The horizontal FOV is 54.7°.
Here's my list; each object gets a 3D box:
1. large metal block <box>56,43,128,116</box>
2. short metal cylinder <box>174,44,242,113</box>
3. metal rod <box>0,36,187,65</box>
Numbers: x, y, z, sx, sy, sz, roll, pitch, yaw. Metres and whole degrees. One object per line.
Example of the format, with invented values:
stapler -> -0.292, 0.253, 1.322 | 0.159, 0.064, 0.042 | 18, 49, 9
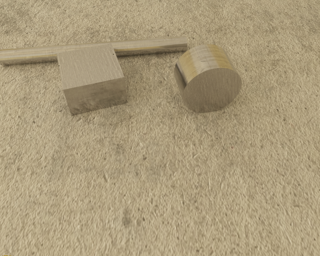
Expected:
large metal block -> -0.098, -0.071, 0.446 | 0.081, 0.050, 0.080 | -14, 52, -12
short metal cylinder -> 0.064, -0.066, 0.424 | 0.081, 0.080, 0.050 | -9, 51, -7
metal rod -> -0.106, -0.128, 0.509 | 0.302, 0.025, 0.025 | -6, 50, -5
